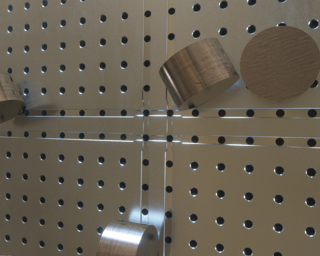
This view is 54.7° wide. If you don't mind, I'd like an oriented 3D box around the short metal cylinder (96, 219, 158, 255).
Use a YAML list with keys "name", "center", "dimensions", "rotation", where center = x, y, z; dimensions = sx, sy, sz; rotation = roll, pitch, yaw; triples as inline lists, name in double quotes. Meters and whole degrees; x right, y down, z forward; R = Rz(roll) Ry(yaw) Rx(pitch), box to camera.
- name: "short metal cylinder"
  center: [-0.040, 0.162, 0.397]
  dimensions: [0.050, 0.080, 0.079]
  rotation: [3, 91, 20]

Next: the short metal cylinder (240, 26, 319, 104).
- name: "short metal cylinder"
  center: [0.135, -0.069, 0.352]
  dimensions: [0.080, 0.050, 0.079]
  rotation: [0, 90, 20]

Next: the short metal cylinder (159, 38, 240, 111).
- name: "short metal cylinder"
  center: [0.046, -0.061, 0.367]
  dimensions: [0.080, 0.080, 0.050]
  rotation: [-30, 80, 17]

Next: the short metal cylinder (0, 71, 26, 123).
- name: "short metal cylinder"
  center: [-0.255, -0.044, 0.474]
  dimensions: [0.080, 0.080, 0.050]
  rotation: [-31, 80, 17]
